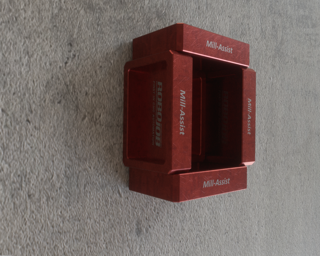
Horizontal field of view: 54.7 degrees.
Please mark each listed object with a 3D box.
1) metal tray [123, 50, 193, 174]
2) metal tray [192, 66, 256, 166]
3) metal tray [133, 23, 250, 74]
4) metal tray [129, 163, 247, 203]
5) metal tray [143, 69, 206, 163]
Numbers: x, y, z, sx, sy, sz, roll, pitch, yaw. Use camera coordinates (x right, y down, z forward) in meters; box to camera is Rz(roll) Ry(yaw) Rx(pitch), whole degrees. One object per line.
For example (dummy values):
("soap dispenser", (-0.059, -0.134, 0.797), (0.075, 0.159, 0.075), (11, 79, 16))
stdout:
("metal tray", (-0.005, -0.017, 0.360), (0.030, 0.090, 0.129), (1, 89, -40))
("metal tray", (0.088, -0.015, 0.439), (0.030, 0.090, 0.129), (1, 89, -40))
("metal tray", (0.042, -0.096, 0.400), (0.131, 0.090, 0.030), (1, 90, -40))
("metal tray", (0.038, 0.064, 0.397), (0.131, 0.090, 0.030), (1, 90, -40))
("metal tray", (0.021, -0.017, 0.423), (0.091, 0.030, 0.129), (1, 89, -40))
